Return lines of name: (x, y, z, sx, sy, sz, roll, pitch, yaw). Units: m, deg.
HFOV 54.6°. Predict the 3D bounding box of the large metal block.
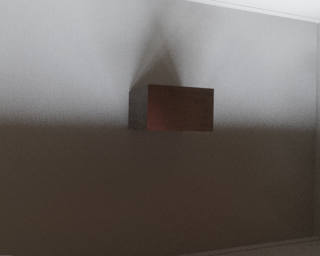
large metal block: (0.011, -0.022, 0.382, 0.081, 0.080, 0.050, 1, 90, -20)
